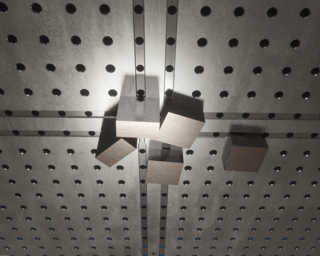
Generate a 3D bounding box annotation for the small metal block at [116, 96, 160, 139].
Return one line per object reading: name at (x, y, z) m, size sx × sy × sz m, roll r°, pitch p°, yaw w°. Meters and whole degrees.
small metal block at (-0.026, -0.014, 0.383) m, size 0.050 × 0.050 × 0.025 m, roll 3°, pitch 130°, yaw -3°

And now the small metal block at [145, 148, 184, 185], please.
small metal block at (0.006, 0.058, 0.462) m, size 0.050 × 0.025 × 0.050 m, roll 5°, pitch 130°, yaw -5°

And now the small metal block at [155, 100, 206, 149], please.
small metal block at (0.025, -0.003, 0.409) m, size 0.050 × 0.025 × 0.050 m, roll 16°, pitch 128°, yaw -14°

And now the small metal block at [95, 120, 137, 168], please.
small metal block at (-0.056, 0.016, 0.408) m, size 0.050 × 0.050 × 0.025 m, roll -35°, pitch 122°, yaw 26°

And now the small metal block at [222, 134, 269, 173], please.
small metal block at (0.121, 0.037, 0.445) m, size 0.050 × 0.025 × 0.050 m, roll 4°, pitch 130°, yaw -4°
